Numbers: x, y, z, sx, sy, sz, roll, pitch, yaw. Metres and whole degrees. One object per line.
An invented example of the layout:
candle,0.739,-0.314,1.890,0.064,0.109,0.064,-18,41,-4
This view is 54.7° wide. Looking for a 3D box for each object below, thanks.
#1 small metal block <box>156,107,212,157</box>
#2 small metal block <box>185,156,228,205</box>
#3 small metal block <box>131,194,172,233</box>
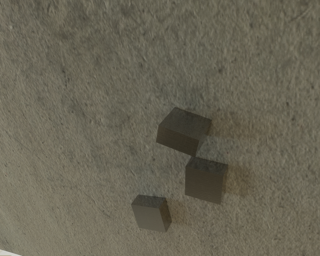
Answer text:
small metal block,0.030,0.003,0.376,0.050,0.050,0.025,21,126,15
small metal block,0.062,0.070,0.417,0.050,0.025,0.050,12,123,21
small metal block,-0.013,0.137,0.497,0.050,0.025,0.050,0,119,27
